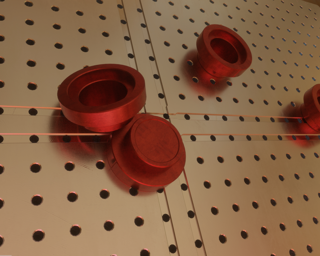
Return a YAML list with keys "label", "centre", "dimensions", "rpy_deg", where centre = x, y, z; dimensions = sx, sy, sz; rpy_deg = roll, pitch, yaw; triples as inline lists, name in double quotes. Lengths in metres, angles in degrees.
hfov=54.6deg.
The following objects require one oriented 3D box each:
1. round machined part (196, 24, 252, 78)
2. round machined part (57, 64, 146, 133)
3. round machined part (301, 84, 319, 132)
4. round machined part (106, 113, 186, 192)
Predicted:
- label: "round machined part"
  centre: [0.104, -0.125, 0.529]
  dimensions: [0.099, 0.042, 0.098]
  rpy_deg: [13, 56, -21]
- label: "round machined part"
  centre: [-0.065, -0.032, 0.363]
  dimensions: [0.098, 0.042, 0.098]
  rpy_deg: [-2, 42, 2]
- label: "round machined part"
  centre: [0.306, -0.031, 0.580]
  dimensions: [0.099, 0.042, 0.098]
  rpy_deg: [13, 56, -21]
- label: "round machined part"
  centre: [-0.011, 0.024, 0.376]
  dimensions: [0.099, 0.042, 0.098]
  rpy_deg: [13, 56, -21]
